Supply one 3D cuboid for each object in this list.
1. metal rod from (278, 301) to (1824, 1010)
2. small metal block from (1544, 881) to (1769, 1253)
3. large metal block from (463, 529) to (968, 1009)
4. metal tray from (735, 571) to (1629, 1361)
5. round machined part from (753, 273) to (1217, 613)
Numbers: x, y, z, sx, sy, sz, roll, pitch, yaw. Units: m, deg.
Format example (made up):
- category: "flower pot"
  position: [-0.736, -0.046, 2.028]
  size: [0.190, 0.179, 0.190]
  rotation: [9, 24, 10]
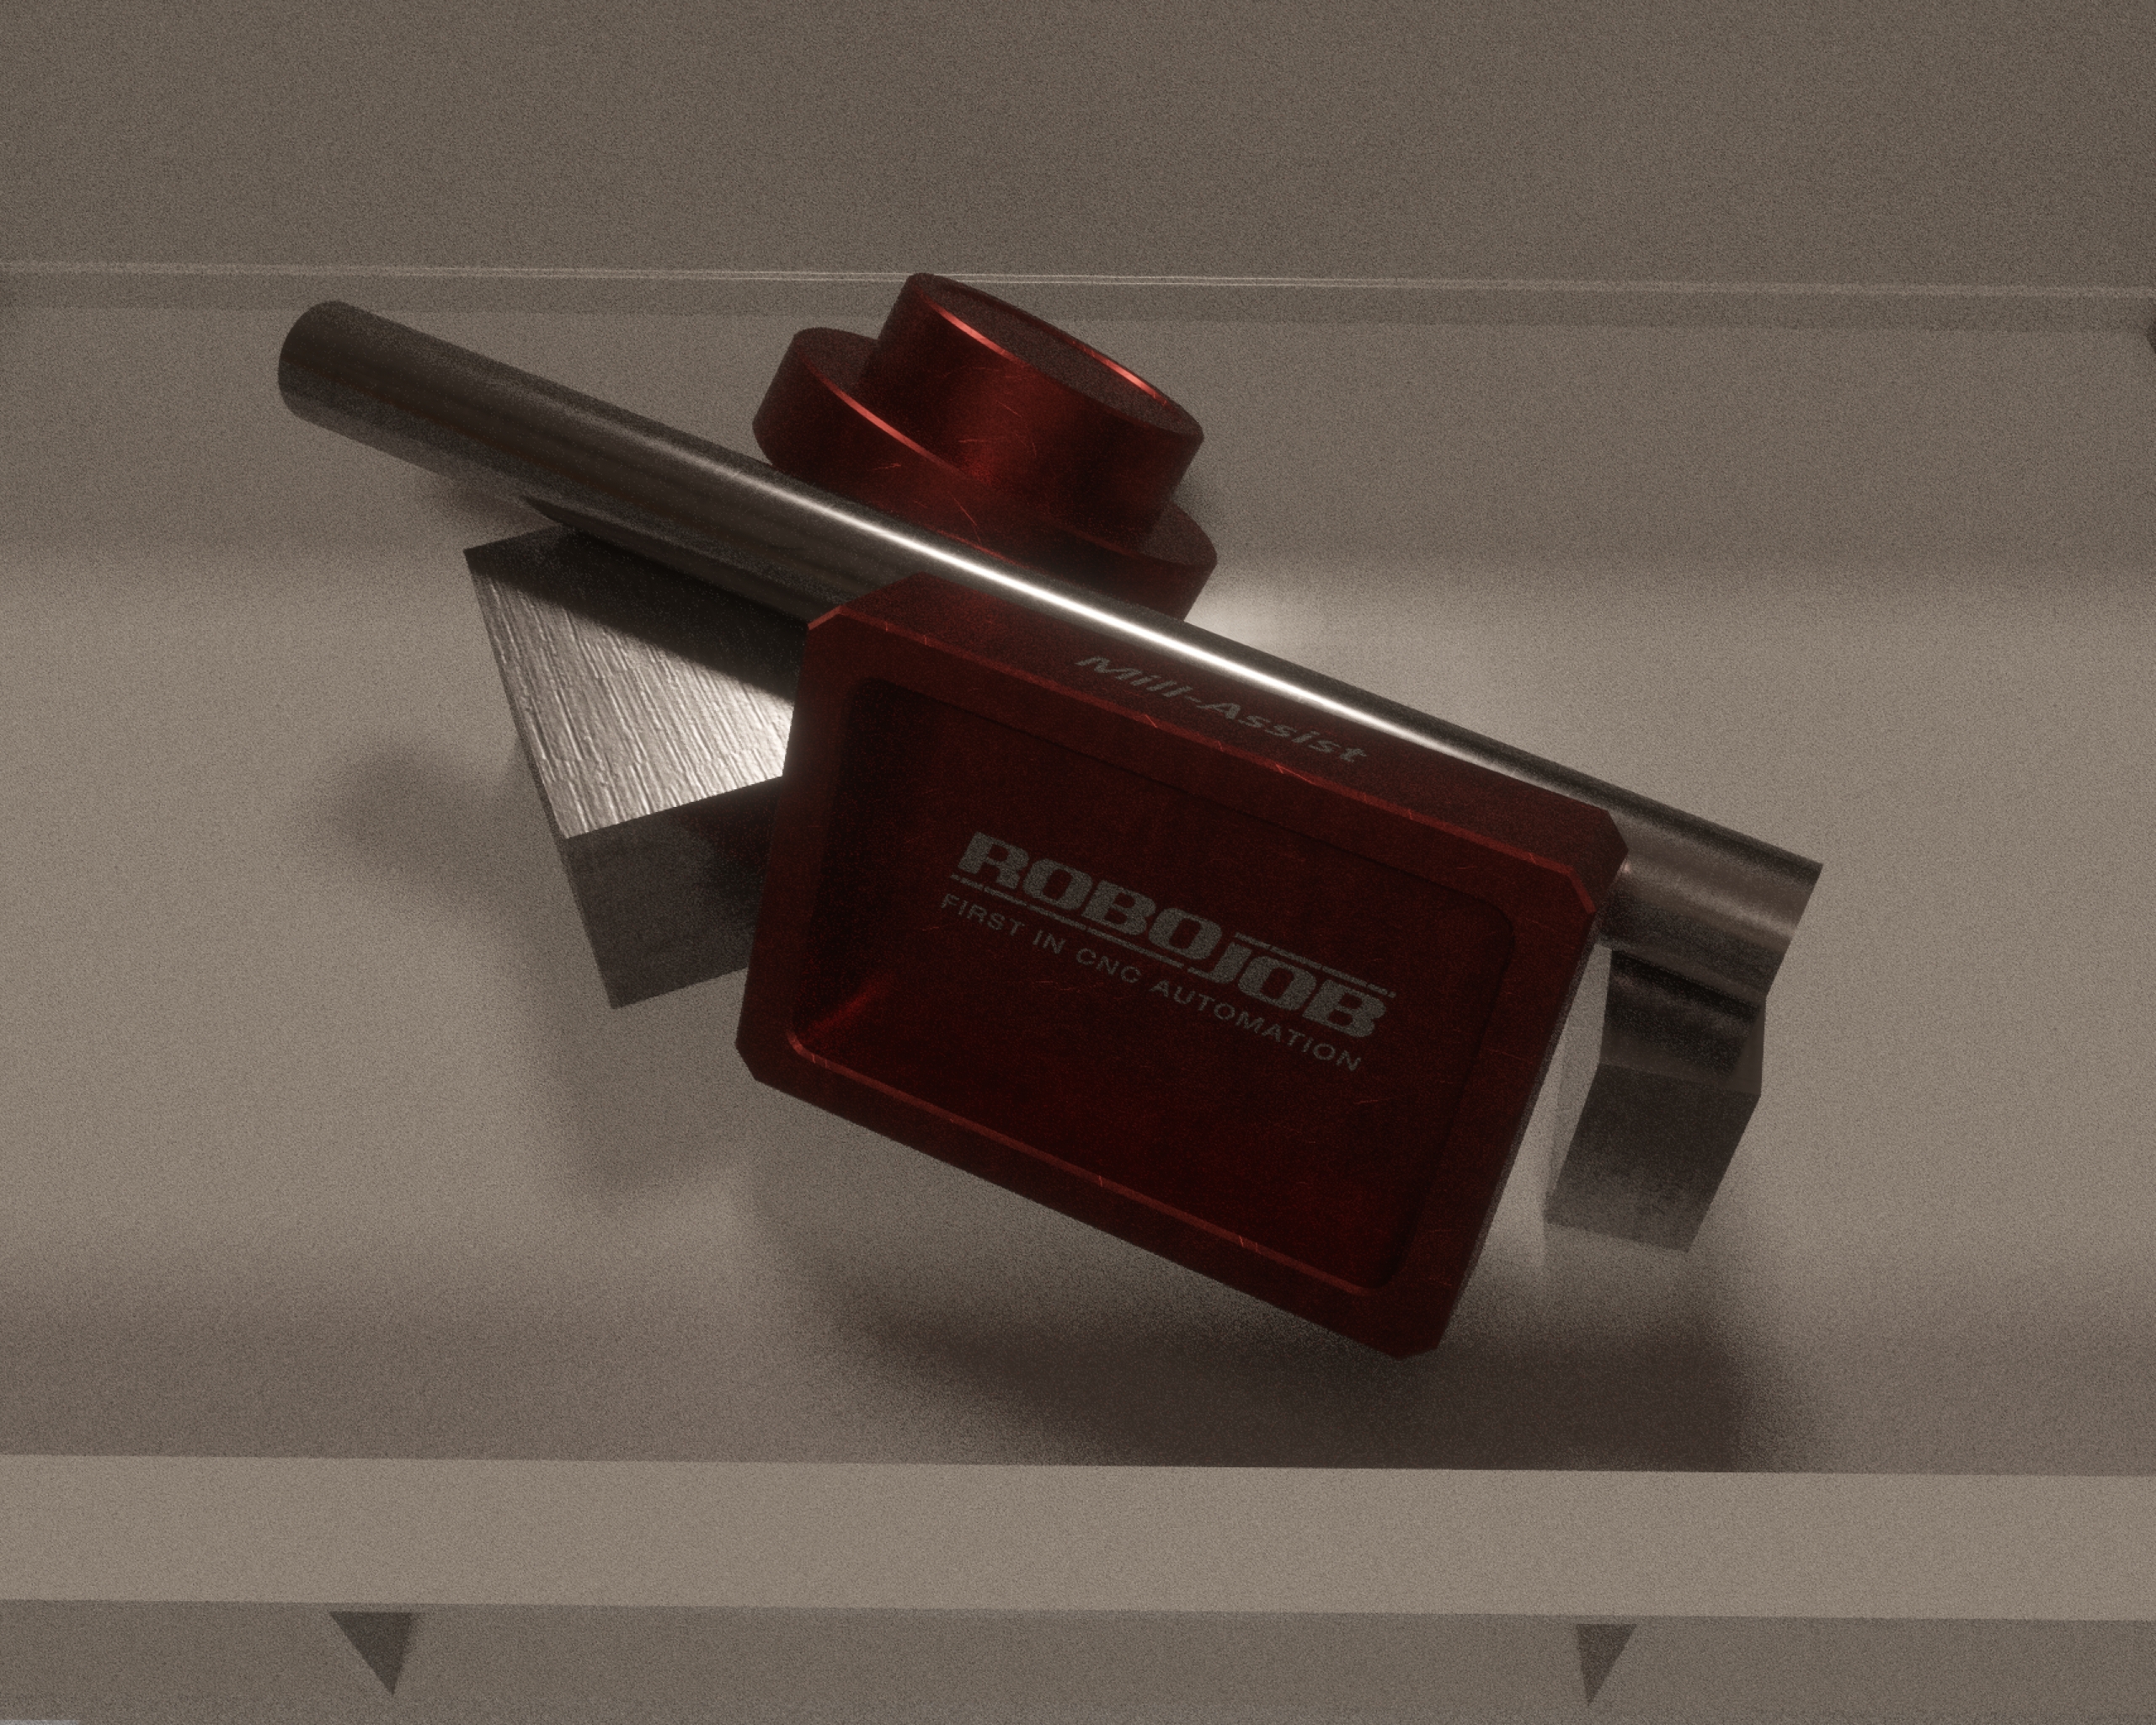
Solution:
- category: "metal rod"
  position: [-0.019, -0.044, 0.374]
  size: [0.301, 0.025, 0.025]
  rotation: [23, 54, 18]
- category: "small metal block"
  position: [0.101, 0.031, 0.362]
  size: [0.025, 0.050, 0.050]
  rotation: [11, 51, 9]
- category: "large metal block"
  position: [-0.066, -0.028, 0.409]
  size: [0.081, 0.050, 0.080]
  rotation: [-18, 52, -15]
- category: "metal tray"
  position: [0.012, 0.015, 0.344]
  size: [0.130, 0.089, 0.030]
  rotation: [21, 26, 16]
- category: "round machined part"
  position: [-0.013, -0.087, 0.431]
  size: [0.098, 0.042, 0.098]
  rotation: [26, 20, -10]
